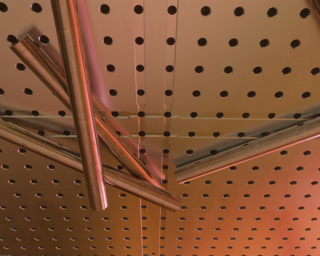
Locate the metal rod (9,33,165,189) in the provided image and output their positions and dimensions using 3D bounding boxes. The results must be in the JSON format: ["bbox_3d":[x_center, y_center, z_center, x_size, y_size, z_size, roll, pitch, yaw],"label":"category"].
[{"bbox_3d":[-0.076,0.005,0.414,0.025,0.025,0.300,-24,127,18],"label":"metal rod"}]

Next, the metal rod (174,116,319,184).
[{"bbox_3d":[0.160,0.019,0.430,0.300,0.025,0.025,-22,127,17],"label":"metal rod"}]

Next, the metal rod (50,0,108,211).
[{"bbox_3d":[-0.089,-0.021,0.359,0.025,0.025,0.298,-2,120,1],"label":"metal rod"}]

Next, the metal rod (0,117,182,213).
[{"bbox_3d":[-0.105,0.051,0.431,0.301,0.025,0.025,26,125,-14],"label":"metal rod"}]

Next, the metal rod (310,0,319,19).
[{"bbox_3d":[0.247,-0.037,0.357,0.025,0.025,0.300,-32,116,24],"label":"metal rod"}]
